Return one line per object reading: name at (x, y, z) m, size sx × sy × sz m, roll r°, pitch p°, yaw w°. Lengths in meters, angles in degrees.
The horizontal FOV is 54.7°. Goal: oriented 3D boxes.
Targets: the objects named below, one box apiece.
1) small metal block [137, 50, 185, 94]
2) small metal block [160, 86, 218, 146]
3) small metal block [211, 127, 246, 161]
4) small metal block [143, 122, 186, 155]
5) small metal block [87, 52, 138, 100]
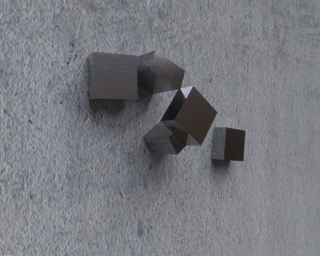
small metal block at (-0.006, -0.067, 0.382) m, size 0.050 × 0.050 × 0.025 m, roll 27°, pitch 70°, yaw -37°
small metal block at (0.036, -0.014, 0.370) m, size 0.050 × 0.025 × 0.050 m, roll 43°, pitch 63°, yaw -28°
small metal block at (0.110, 0.026, 0.497) m, size 0.050 × 0.025 × 0.050 m, roll 9°, pitch 84°, yaw -40°
small metal block at (0.015, 0.008, 0.401) m, size 0.050 × 0.050 × 0.025 m, roll -41°, pitch 116°, yaw -32°
small metal block at (-0.054, -0.057, 0.352) m, size 0.050 × 0.025 × 0.050 m, roll -2°, pitch 91°, yaw -26°
